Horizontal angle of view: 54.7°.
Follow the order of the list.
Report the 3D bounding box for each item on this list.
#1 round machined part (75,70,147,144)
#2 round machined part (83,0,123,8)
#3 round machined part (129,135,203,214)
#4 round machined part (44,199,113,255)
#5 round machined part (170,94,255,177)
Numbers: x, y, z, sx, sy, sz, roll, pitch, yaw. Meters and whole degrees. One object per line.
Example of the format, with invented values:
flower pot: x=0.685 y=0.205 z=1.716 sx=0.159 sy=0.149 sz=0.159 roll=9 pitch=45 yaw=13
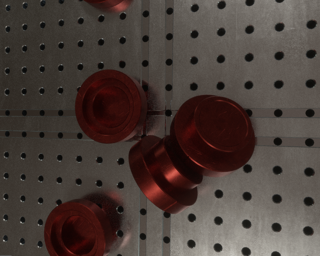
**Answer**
round machined part: x=-0.063 y=-0.028 z=0.425 sx=0.098 sy=0.042 sz=0.097 roll=0 pitch=90 yaw=19
round machined part: x=-0.085 y=-0.224 z=0.432 sx=0.098 sy=0.042 sz=0.097 roll=0 pitch=90 yaw=19
round machined part: x=0.013 y=0.047 z=0.366 sx=0.042 sy=0.098 sz=0.098 roll=-39 pitch=78 yaw=22
round machined part: x=-0.111 y=0.150 z=0.441 sx=0.098 sy=0.042 sz=0.097 roll=0 pitch=90 yaw=19
round machined part: x=0.064 y=0.003 z=0.352 sx=0.099 sy=0.042 sz=0.098 roll=7 pitch=63 yaw=-13
